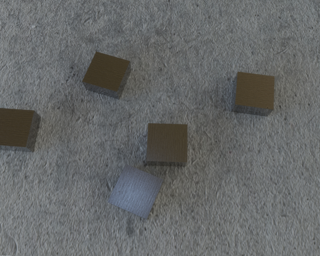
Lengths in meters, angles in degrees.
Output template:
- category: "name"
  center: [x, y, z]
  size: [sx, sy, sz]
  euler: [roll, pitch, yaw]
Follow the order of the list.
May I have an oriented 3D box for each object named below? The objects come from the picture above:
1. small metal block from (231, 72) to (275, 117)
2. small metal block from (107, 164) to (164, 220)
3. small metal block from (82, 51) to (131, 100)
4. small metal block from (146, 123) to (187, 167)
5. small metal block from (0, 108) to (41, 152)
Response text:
- category: "small metal block"
  center: [0.127, -0.047, 0.426]
  size: [0.050, 0.025, 0.050]
  euler: [8, 70, 3]
- category: "small metal block"
  center: [-0.029, 0.079, 0.379]
  size: [0.050, 0.025, 0.050]
  euler: [22, 71, 7]
- category: "small metal block"
  center: [-0.073, -0.074, 0.434]
  size: [0.050, 0.025, 0.050]
  euler: [17, 71, 6]
- category: "small metal block"
  center: [0.009, 0.022, 0.400]
  size: [0.050, 0.025, 0.050]
  euler: [2, 70, 0]
- category: "small metal block"
  center: [-0.190, 0.003, 0.406]
  size: [0.050, 0.025, 0.050]
  euler: [4, 70, 1]
